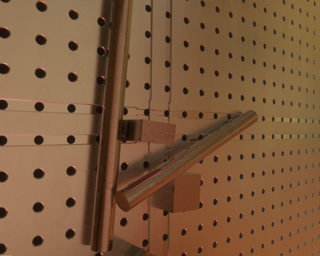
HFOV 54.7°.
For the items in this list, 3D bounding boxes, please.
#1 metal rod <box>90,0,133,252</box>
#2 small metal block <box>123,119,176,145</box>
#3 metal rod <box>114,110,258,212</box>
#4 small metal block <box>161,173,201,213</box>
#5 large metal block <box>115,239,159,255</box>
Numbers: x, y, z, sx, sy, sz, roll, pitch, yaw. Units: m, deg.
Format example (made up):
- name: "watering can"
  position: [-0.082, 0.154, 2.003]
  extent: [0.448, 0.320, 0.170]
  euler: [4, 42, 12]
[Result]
- name: "metal rod"
  position: [-0.056, -0.011, 0.362]
  extent: [0.025, 0.025, 0.298]
  euler: [7, 85, -40]
- name: "small metal block"
  position: [-0.017, 0.005, 0.379]
  extent: [0.050, 0.050, 0.025]
  euler: [8, 85, -40]
- name: "metal rod"
  position: [0.059, 0.031, 0.443]
  extent: [0.302, 0.025, 0.025]
  euler: [-27, 107, -41]
- name: "small metal block"
  position: [0.030, 0.089, 0.434]
  extent: [0.050, 0.025, 0.050]
  euler: [5, 87, -40]
- name: "large metal block"
  position: [-0.021, 0.194, 0.376]
  extent: [0.080, 0.050, 0.080]
  euler: [39, 66, -33]
